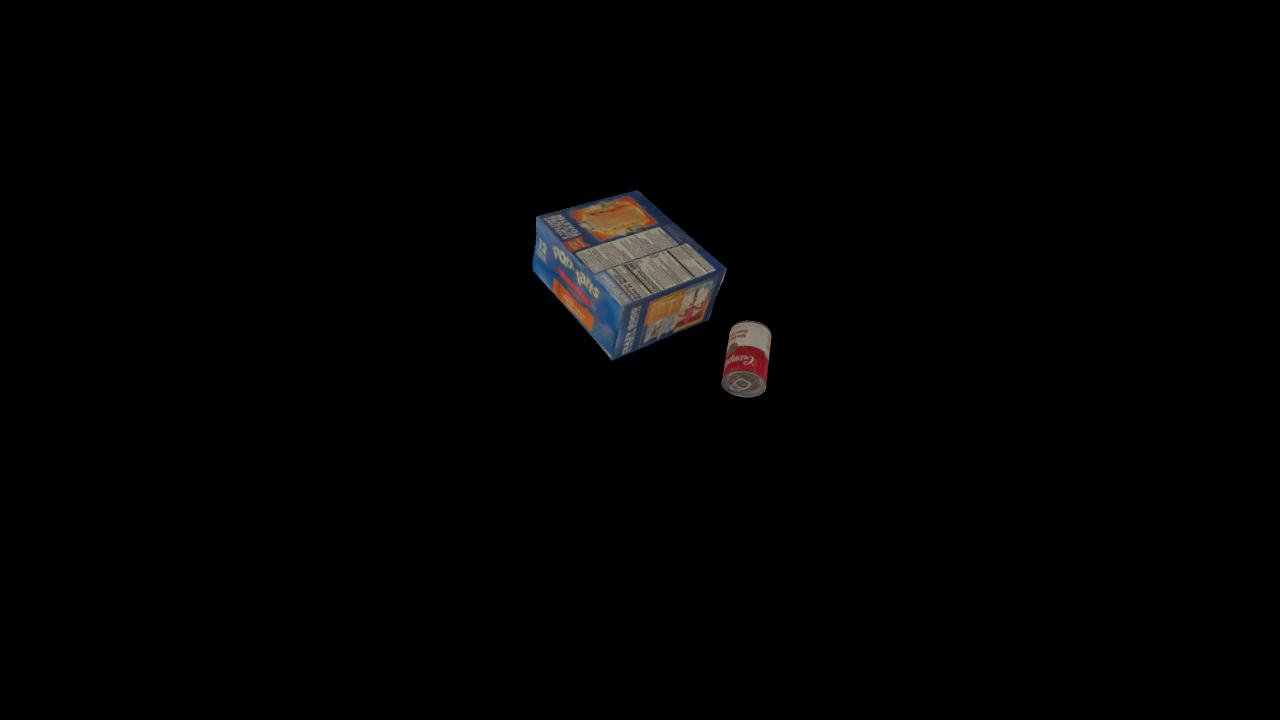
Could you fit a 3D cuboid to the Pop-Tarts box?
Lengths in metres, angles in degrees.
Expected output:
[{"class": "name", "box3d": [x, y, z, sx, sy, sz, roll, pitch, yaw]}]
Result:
[{"class": "Pop-Tarts box", "box3d": [-0.016, -0.100, 0.688, 0.141, 0.083, 0.167, -24, 55, -31]}]

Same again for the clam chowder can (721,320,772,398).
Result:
[{"class": "clam chowder can", "box3d": [0.166, -0.002, 0.951, 0.068, 0.102, 0.068, 10, -35, 7]}]
